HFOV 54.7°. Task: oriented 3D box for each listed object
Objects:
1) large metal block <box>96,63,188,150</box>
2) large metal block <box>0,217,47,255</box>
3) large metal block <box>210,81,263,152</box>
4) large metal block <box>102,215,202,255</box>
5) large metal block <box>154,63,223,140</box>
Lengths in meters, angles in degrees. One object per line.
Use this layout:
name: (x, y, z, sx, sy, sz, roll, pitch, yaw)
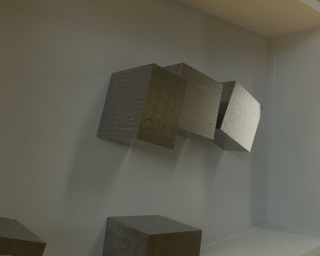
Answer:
large metal block: (-0.022, -0.021, 0.354, 0.050, 0.080, 0.080, 20, 78, -39)
large metal block: (-0.145, 0.119, 0.251, 0.050, 0.080, 0.080, 27, 73, -37)
large metal block: (0.109, -0.016, 0.485, 0.080, 0.050, 0.080, 34, 69, -35)
large metal block: (-0.010, 0.138, 0.365, 0.081, 0.080, 0.050, 11, 83, -40)
large metal block: (0.035, -0.033, 0.422, 0.080, 0.050, 0.080, 19, 78, -39)
